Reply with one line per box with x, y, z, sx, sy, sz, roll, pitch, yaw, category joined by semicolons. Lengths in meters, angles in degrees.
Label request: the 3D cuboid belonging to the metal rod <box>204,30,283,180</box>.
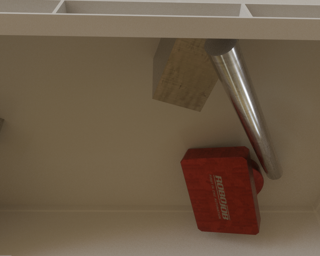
0.110;0.001;0.352;0.025;0.025;0.300;-21;146;17;metal rod

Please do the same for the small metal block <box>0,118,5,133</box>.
-0.231;0.016;0.403;0.025;0.050;0.050;24;126;-19;small metal block

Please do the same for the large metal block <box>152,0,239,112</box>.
0.029;-0.076;0.308;0.050;0.080;0.079;15;129;-13;large metal block

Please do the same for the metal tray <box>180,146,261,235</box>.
0.089;0.091;0.444;0.090;0.030;0.129;-5;114;25;metal tray

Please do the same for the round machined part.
0.111;0.091;0.477;0.099;0.042;0.097;-1;130;0;round machined part
